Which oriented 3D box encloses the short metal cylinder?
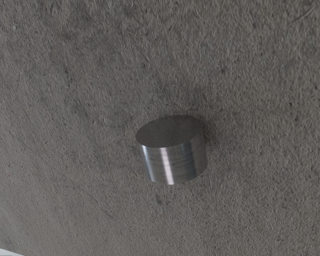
[{"bbox_3d":[0.015,0.024,0.379,0.080,0.080,0.050,2,120,27],"label":"short metal cylinder"}]
